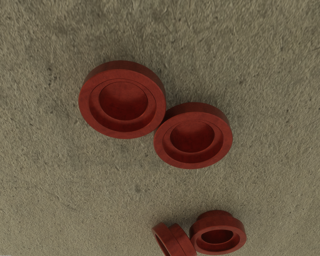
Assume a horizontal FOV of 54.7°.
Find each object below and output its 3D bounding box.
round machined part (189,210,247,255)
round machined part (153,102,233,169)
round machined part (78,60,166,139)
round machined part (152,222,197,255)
[{"bbox_3d":[0.101,0.183,0.553,0.099,0.042,0.097,0,130,0],"label":"round machined part"},{"bbox_3d":[0.041,0.005,0.401,0.099,0.042,0.097,0,130,0],"label":"round machined part"},{"bbox_3d":[-0.042,-0.036,0.364,0.099,0.042,0.097,0,130,0],"label":"round machined part"},{"bbox_3d":[0.029,0.208,0.547,0.042,0.098,0.098,-29,131,-16],"label":"round machined part"}]
